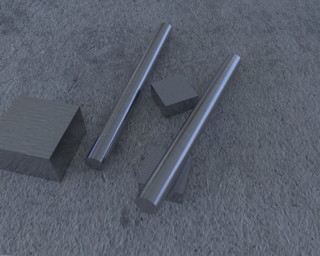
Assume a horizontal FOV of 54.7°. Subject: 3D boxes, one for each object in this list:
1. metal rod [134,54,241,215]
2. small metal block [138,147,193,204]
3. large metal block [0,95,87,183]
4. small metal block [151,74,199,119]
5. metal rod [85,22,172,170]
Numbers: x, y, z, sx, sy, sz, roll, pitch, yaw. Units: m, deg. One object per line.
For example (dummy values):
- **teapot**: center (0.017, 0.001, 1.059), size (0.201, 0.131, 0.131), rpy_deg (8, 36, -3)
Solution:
- **metal rod**: center (0.052, -0.017, 0.395), size (0.025, 0.025, 0.301), rpy_deg (21, 46, 16)
- **small metal block**: center (0.007, 0.054, 0.358), size (0.050, 0.025, 0.050), rpy_deg (13, 51, 10)
- **large metal block**: center (-0.146, 0.012, 0.375), size (0.080, 0.050, 0.080), rpy_deg (11, 51, 8)
- **small metal block**: center (0.020, -0.046, 0.442), size (0.050, 0.025, 0.050), rpy_deg (-19, 53, -16)
- **metal rod**: center (-0.034, -0.067, 0.458), size (0.025, 0.025, 0.300), rpy_deg (13, 51, 10)
